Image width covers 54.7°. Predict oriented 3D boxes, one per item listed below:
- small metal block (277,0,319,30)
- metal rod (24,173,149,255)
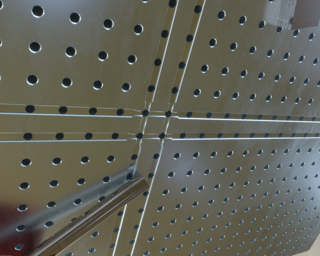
[{"bbox_3d":[0.191,-0.163,0.417,0.050,0.025,0.050,-14,125,-21],"label":"small metal block"},{"bbox_3d":[-0.143,0.158,0.408,0.301,0.025,0.025,-34,130,-15],"label":"metal rod"}]
